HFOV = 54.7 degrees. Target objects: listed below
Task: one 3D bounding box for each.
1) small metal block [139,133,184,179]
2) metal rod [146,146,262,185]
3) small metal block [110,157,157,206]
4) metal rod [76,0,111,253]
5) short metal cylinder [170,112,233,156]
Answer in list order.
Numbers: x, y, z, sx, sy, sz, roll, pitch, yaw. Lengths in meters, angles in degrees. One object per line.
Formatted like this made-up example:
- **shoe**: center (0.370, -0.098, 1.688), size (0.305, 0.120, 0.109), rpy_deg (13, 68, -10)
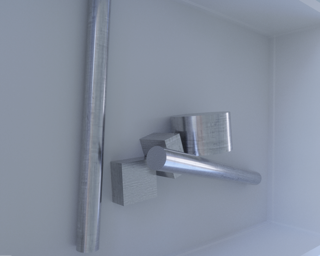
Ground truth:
- **small metal block**: center (0.005, 0.034, 0.396), size (0.025, 0.050, 0.050), rpy_deg (-24, 106, -38)
- **metal rod**: center (0.083, 0.060, 0.433), size (0.301, 0.025, 0.025), rpy_deg (19, 78, -53)
- **small metal block**: center (-0.032, 0.064, 0.382), size (0.050, 0.025, 0.050), rpy_deg (-5, 93, -40)
- **metal rod**: center (-0.073, -0.016, 0.346), size (0.025, 0.025, 0.298), rpy_deg (4, 87, -40)
- **short metal cylinder**: center (0.056, 0.006, 0.420), size (0.081, 0.080, 0.050), rpy_deg (-9, 96, -40)
